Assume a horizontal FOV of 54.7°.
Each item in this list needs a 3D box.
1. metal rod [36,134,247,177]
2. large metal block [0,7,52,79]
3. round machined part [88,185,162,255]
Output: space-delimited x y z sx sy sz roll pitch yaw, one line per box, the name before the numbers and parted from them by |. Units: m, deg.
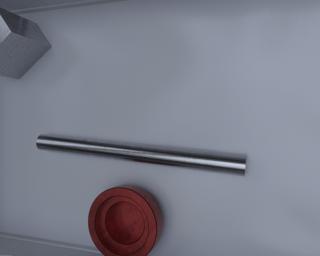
metal rod | -0.038 0.034 0.422 0.301 0.025 0.025 5 92 19
large metal block | -0.226 -0.122 0.459 0.080 0.080 0.050 -38 78 16
round machined part | -0.043 0.125 0.416 0.098 0.042 0.097 0 90 19
